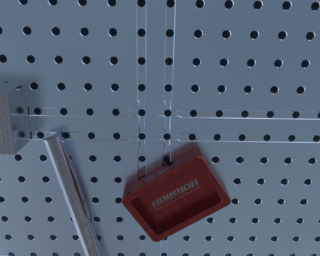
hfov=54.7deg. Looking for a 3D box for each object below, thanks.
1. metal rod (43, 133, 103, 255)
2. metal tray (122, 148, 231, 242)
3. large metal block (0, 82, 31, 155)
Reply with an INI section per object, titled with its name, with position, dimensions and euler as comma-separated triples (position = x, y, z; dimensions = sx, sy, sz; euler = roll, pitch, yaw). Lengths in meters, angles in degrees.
[metal rod]
position = -0.114, 0.148, 0.466
dimensions = 0.025, 0.025, 0.298
euler = -11, 110, 4
[metal tray]
position = 0.023, 0.098, 0.447
dimensions = 0.130, 0.030, 0.090
euler = -31, 108, 10
[large metal block]
position = -0.218, -0.014, 0.392
dimensions = 0.081, 0.050, 0.079
euler = 2, 110, -2
